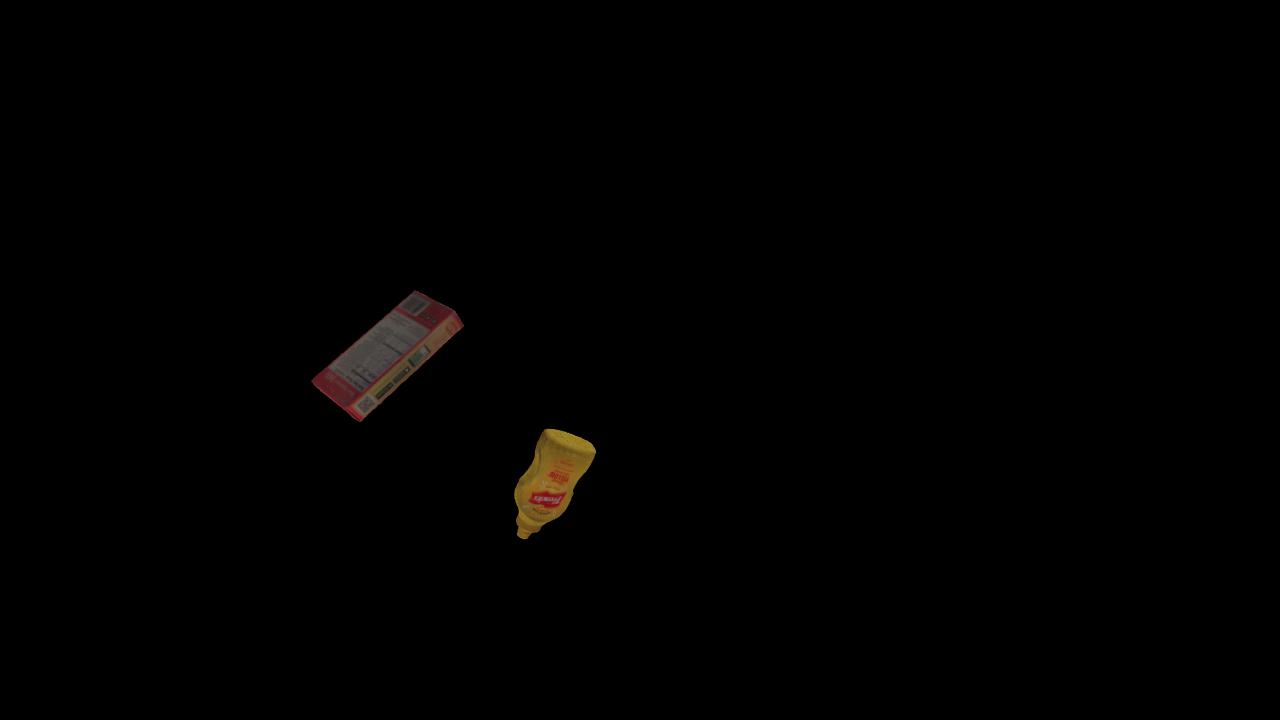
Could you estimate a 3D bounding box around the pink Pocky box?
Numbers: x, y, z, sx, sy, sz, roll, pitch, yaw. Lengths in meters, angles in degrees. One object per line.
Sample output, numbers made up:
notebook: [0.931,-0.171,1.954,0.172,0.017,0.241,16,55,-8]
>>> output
pink Pocky box: [-0.280,-0.008,0.687,0.084,0.155,0.029,24,-29,35]

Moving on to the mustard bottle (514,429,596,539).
mustard bottle: [-0.146,0.201,0.960,0.092,0.184,0.054,21,13,-31]
